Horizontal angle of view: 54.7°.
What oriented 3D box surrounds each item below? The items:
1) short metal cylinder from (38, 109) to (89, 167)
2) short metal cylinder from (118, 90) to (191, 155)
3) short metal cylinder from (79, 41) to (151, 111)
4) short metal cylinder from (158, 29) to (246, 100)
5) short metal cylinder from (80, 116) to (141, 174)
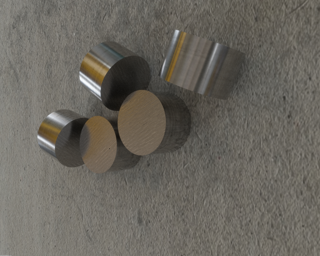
[{"bbox_3d":[-0.141,0.015,0.486,0.050,0.081,0.079,22,104,38],"label":"short metal cylinder"},{"bbox_3d":[-0.008,-0.007,0.395,0.080,0.050,0.080,0,90,40],"label":"short metal cylinder"},{"bbox_3d":[-0.060,-0.070,0.419,0.050,0.081,0.079,38,113,33],"label":"short metal cylinder"},{"bbox_3d":[0.044,-0.068,0.333,0.080,0.081,0.050,31,109,36],"label":"short metal cylinder"},{"bbox_3d":[-0.071,0.023,0.447,0.080,0.050,0.080,0,90,40],"label":"short metal cylinder"}]
